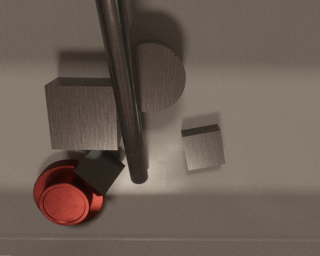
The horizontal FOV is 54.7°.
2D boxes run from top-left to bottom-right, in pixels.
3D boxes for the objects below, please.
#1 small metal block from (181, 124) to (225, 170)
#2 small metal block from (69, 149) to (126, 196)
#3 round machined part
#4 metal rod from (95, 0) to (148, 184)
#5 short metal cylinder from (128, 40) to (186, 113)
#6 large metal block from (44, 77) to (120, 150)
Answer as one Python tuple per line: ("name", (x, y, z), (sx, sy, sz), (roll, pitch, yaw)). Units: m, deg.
("small metal block", (0.059, 0.026, 0.422), (0.050, 0.025, 0.050), (-11, 110, 3))
("small metal block", (-0.084, 0.056, 0.416), (0.050, 0.025, 0.050), (43, 59, -14))
("round machined part", (-0.129, 0.097, 0.436), (0.099, 0.042, 0.097), (0, 110, -1))
("metal rod", (-0.036, -0.034, 0.331), (0.025, 0.025, 0.298), (-3, 136, 1))
("short metal cylinder", (-0.011, -0.064, 0.374), (0.081, 0.050, 0.079), (0, 110, -1))
("large metal block", (-0.092, -0.019, 0.390), (0.081, 0.050, 0.079), (1, 110, -1))
